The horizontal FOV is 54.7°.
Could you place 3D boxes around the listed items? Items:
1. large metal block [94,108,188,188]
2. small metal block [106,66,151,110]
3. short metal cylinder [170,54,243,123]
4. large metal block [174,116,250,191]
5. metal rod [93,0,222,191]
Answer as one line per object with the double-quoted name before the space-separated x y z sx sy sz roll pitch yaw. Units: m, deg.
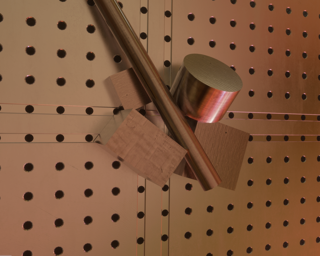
"large metal block" -0.027 0.022 0.374 0.080 0.080 0.050 39 78 -16
"small metal block" -0.035 -0.051 0.401 0.050 0.025 0.050 -26 99 -19
"short metal cylinder" 0.058 -0.052 0.399 0.081 0.080 0.050 9 131 -20
"large metal block" 0.066 0.034 0.424 0.081 0.050 0.080 19 84 -20
"metal rod" -0.011 -0.060 0.377 0.025 0.025 0.299 -30 89 -18
